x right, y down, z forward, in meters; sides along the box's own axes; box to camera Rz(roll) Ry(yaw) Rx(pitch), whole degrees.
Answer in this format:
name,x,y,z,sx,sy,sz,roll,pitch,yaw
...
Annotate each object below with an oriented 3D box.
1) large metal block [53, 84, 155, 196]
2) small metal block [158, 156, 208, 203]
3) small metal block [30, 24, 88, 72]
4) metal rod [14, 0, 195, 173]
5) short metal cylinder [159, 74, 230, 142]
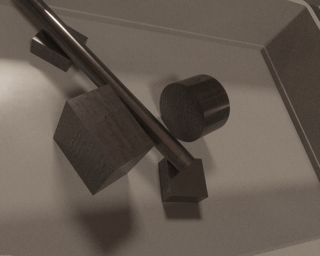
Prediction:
name,x,y,z,sx,sy,sz,roll,pitch,yaw
large metal block,-0.063,0.014,0.329,0.050,0.080,0.080,-30,79,-38
small metal block,0.028,0.064,0.383,0.050,0.025,0.050,8,58,-25
small metal block,-0.130,-0.108,0.402,0.050,0.025,0.050,30,52,-10
metal rod,-0.072,-0.063,0.374,0.300,0.025,0.025,46,51,4
short metal cylinder,0.045,-0.027,0.413,0.050,0.080,0.080,-23,75,-37
